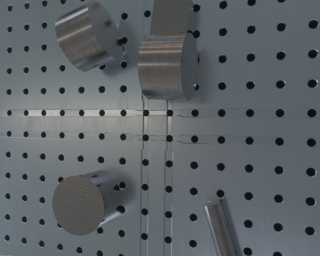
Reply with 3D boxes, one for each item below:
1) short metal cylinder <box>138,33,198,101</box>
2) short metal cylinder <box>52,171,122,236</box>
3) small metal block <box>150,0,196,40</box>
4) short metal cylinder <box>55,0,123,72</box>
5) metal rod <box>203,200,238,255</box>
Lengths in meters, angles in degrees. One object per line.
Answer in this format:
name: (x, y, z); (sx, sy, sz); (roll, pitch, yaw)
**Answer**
short metal cylinder: (0.013, -0.074, 0.379); (0.050, 0.080, 0.079); (4, 91, 20)
short metal cylinder: (-0.101, 0.103, 0.435); (0.080, 0.050, 0.079); (0, 90, 20)
small metal block: (0.017, -0.138, 0.407); (0.050, 0.025, 0.050); (9, 93, 19)
short metal cylinder: (-0.093, -0.122, 0.416); (0.050, 0.080, 0.080); (-18, 84, 19)
metal rod: (0.105, 0.238, 0.375); (0.025, 0.025, 0.298); (-17, 84, 19)
